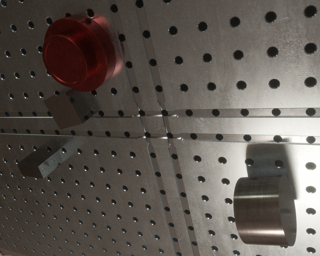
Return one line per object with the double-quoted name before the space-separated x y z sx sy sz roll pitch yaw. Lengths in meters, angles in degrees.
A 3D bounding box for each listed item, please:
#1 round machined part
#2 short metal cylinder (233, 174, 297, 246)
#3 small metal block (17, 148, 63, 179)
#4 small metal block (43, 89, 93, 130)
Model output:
"round machined part" -0.111 -0.091 0.400 0.098 0.042 0.097 13 124 20
"short metal cylinder" 0.127 0.097 0.369 0.050 0.080 0.080 -11 113 32
"small metal block" -0.208 0.061 0.539 0.050 0.050 0.025 2 119 27
"small metal block" -0.138 -0.029 0.463 0.050 0.025 0.050 -13 112 33
